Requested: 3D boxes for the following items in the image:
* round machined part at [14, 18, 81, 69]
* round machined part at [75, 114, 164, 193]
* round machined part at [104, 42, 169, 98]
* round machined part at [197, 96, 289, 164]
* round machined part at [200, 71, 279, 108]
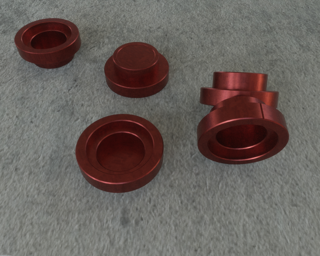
[{"bbox_3d":[-0.178,-0.133,0.502,0.099,0.042,0.098,0,50,0],"label":"round machined part"},{"bbox_3d":[-0.045,0.033,0.364,0.099,0.042,0.098,0,50,0],"label":"round machined part"},{"bbox_3d":[-0.035,-0.094,0.471,0.099,0.042,0.098,0,50,0],"label":"round machined part"},{"bbox_3d":[0.092,0.000,0.354,0.099,0.098,0.042,1,56,0],"label":"round machined part"},{"bbox_3d":[0.102,-0.051,0.402,0.099,0.042,0.098,3,9,0],"label":"round machined part"}]
